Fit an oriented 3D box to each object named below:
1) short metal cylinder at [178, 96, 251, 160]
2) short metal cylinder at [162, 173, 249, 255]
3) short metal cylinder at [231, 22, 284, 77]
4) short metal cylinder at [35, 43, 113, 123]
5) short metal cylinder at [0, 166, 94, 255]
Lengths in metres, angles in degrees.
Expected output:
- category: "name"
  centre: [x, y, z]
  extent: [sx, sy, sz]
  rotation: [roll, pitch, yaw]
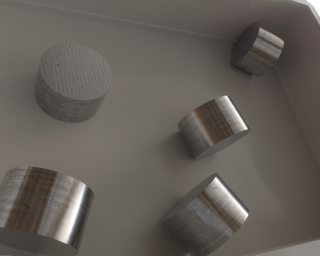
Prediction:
- category: "short metal cylinder"
  centre: [0.070, 0.001, 0.408]
  extent: [0.081, 0.080, 0.050]
  rotation: [-17, 71, -35]
- category: "short metal cylinder"
  centre: [0.049, 0.094, 0.339]
  extent: [0.050, 0.080, 0.081]
  rotation: [49, 51, 6]
- category: "short metal cylinder"
  centre: [0.169, -0.137, 0.545]
  extent: [0.050, 0.080, 0.080]
  rotation: [25, 53, -13]
- category: "short metal cylinder"
  centre: [-0.103, -0.053, 0.366]
  extent: [0.081, 0.050, 0.080]
  rotation: [14, 56, -21]
- category: "short metal cylinder"
  centre: [-0.103, 0.075, 0.269]
  extent: [0.080, 0.080, 0.050]
  rotation: [21, 54, -16]
